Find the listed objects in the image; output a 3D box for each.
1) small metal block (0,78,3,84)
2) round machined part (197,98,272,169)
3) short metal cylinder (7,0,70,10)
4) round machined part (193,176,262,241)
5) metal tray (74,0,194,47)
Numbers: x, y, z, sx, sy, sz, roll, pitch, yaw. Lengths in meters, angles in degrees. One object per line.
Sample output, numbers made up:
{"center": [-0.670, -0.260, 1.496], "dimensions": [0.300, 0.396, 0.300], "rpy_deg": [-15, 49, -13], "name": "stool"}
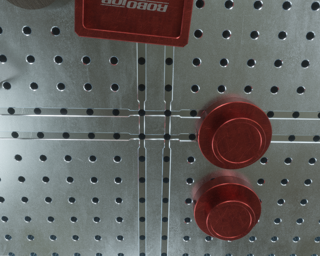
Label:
{"center": [-0.229, -0.061, 0.374], "dimensions": [0.025, 0.050, 0.050], "rpy_deg": [-42, 105, 14], "name": "small metal block"}
{"center": [0.100, 0.012, 0.410], "dimensions": [0.099, 0.042, 0.097], "rpy_deg": [0, 110, -1], "name": "round machined part"}
{"center": [-0.134, -0.170, 0.335], "dimensions": [0.081, 0.050, 0.079], "rpy_deg": [0, 110, -1], "name": "short metal cylinder"}
{"center": [0.099, 0.123, 0.451], "dimensions": [0.099, 0.042, 0.097], "rpy_deg": [0, 110, -1], "name": "round machined part"}
{"center": [-0.029, -0.146, 0.356], "dimensions": [0.131, 0.030, 0.089], "rpy_deg": [5, 110, -3], "name": "metal tray"}
